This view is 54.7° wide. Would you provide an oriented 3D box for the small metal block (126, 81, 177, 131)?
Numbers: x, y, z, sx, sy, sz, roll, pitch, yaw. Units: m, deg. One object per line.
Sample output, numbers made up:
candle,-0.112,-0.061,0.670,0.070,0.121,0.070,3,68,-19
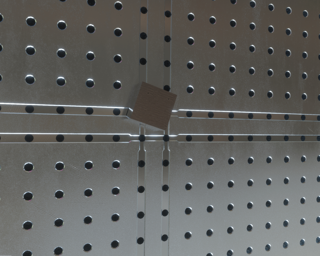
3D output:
small metal block,-0.011,-0.028,0.409,0.050,0.025,0.050,20,83,-19
